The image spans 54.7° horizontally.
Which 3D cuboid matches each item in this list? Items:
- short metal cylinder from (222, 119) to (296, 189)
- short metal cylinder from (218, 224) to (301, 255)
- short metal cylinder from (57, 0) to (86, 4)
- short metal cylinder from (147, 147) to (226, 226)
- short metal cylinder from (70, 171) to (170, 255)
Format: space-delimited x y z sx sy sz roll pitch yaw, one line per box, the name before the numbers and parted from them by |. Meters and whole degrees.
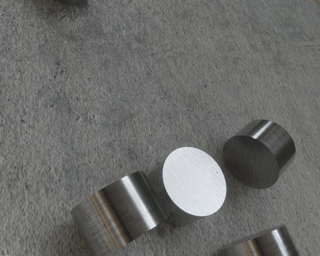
short metal cylinder | 0.133 0.035 0.418 0.050 0.080 0.080 -32 80 -38
short metal cylinder | 0.111 0.145 0.340 0.081 0.080 0.050 -8 66 -32
short metal cylinder | -0.122 -0.222 0.438 0.050 0.080 0.080 -35 81 -38
short metal cylinder | 0.029 0.069 0.361 0.081 0.050 0.080 14 56 -21
short metal cylinder | -0.037 0.083 0.297 0.081 0.080 0.050 -22 74 -36
